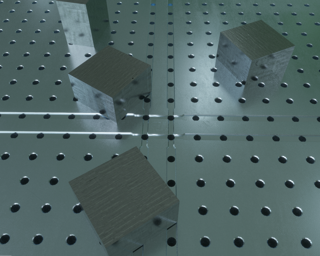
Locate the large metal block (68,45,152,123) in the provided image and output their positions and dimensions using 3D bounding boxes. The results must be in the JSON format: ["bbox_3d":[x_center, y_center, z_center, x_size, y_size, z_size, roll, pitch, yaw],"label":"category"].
[{"bbox_3d":[-0.069,-0.065,0.446,0.080,0.050,0.080,29,56,22],"label":"large metal block"}]

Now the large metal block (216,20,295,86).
[{"bbox_3d":[0.149,-0.121,0.494,0.081,0.050,0.080,-21,53,-17],"label":"large metal block"}]

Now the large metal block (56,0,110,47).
[{"bbox_3d":[-0.130,-0.201,0.540,0.050,0.080,0.080,10,51,9],"label":"large metal block"}]

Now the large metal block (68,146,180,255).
[{"bbox_3d":[-0.037,0.078,0.326,0.080,0.050,0.080,-28,55,-21],"label":"large metal block"}]
